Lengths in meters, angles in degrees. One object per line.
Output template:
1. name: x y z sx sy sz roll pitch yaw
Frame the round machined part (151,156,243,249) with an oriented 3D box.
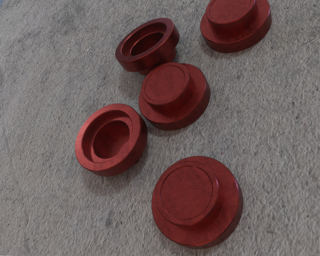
1. round machined part: 0.034 0.074 0.330 0.098 0.042 0.098 -13 56 21

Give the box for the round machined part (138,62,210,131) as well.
1. round machined part: 0.014 -0.049 0.416 0.098 0.042 0.098 -13 56 21

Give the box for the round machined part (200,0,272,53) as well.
1. round machined part: 0.103 -0.157 0.435 0.098 0.042 0.098 -13 56 21

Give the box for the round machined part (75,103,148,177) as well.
1. round machined part: -0.060 0.019 0.413 0.098 0.042 0.098 -13 56 21

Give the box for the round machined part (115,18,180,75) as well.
1. round machined part: -0.015 -0.117 0.464 0.098 0.042 0.098 -20 42 19
